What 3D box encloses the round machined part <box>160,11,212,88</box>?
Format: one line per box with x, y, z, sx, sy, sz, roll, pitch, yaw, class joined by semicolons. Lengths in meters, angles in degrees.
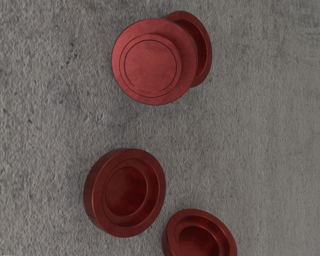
0.021;-0.100;0.411;0.099;0.042;0.097;0;90;-40;round machined part

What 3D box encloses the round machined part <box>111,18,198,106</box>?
-0.007;-0.072;0.348;0.042;0.098;0.098;-68;140;-68;round machined part

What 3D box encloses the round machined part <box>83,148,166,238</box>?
-0.044;0.071;0.357;0.099;0.042;0.097;0;90;-40;round machined part

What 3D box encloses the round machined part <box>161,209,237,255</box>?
0.048;0.160;0.411;0.099;0.098;0.042;-12;137;-39;round machined part
